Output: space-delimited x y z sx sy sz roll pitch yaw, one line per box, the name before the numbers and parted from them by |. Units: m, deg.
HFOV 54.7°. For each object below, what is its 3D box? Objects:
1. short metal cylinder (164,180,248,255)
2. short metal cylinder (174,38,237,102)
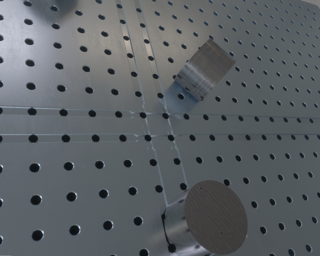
short metal cylinder | 0.052 0.106 0.355 0.081 0.050 0.080 14 56 -21
short metal cylinder | 0.067 -0.085 0.460 0.050 0.080 0.080 42 51 0
